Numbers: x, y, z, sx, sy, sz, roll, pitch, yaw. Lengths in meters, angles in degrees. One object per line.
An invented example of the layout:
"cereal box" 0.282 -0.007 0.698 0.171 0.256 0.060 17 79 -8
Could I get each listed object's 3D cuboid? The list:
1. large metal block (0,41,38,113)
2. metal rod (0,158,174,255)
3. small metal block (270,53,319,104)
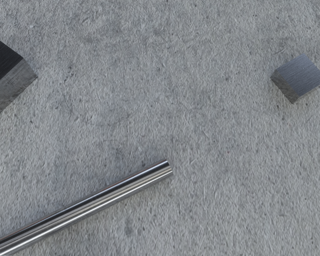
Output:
"large metal block" -0.232 -0.075 0.419 0.080 0.050 0.080 36 74 11
"metal rod" -0.124 0.111 0.365 0.302 0.025 0.025 -25 72 -9
"small metal block" 0.195 -0.069 0.436 0.050 0.025 0.050 -30 73 -11
